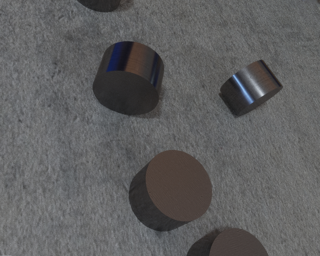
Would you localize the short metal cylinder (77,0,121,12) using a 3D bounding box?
[{"bbox_3d":[-0.093,-0.227,0.477,0.081,0.050,0.080,14,56,-21],"label":"short metal cylinder"}]

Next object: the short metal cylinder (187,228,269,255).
[{"bbox_3d":[0.074,0.155,0.335,0.081,0.050,0.080,14,56,-21],"label":"short metal cylinder"}]

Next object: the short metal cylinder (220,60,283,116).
[{"bbox_3d":[0.142,-0.061,0.485,0.081,0.080,0.050,-22,74,-36],"label":"short metal cylinder"}]

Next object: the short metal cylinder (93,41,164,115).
[{"bbox_3d":[-0.038,-0.060,0.386,0.080,0.080,0.050,21,54,-16],"label":"short metal cylinder"}]

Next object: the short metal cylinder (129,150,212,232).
[{"bbox_3d":[0.011,0.071,0.352,0.081,0.050,0.080,14,56,-21],"label":"short metal cylinder"}]
